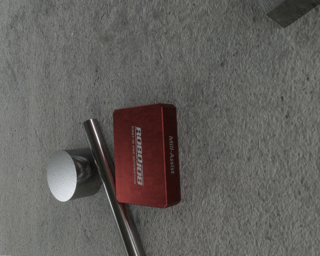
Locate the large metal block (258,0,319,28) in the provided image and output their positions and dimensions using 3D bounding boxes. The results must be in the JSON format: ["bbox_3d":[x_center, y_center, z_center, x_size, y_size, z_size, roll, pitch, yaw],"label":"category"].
[{"bbox_3d":[0.124,-0.155,0.285,0.080,0.050,0.080,-33,70,34],"label":"large metal block"}]

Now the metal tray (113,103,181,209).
[{"bbox_3d":[-0.020,0.036,0.416,0.090,0.030,0.129,-5,87,39],"label":"metal tray"}]

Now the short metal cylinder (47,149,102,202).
[{"bbox_3d":[-0.137,0.074,0.499,0.080,0.050,0.079,0,90,39],"label":"short metal cylinder"}]

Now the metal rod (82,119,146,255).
[{"bbox_3d":[-0.056,0.122,0.448,0.025,0.025,0.299,-35,68,34],"label":"metal rod"}]
